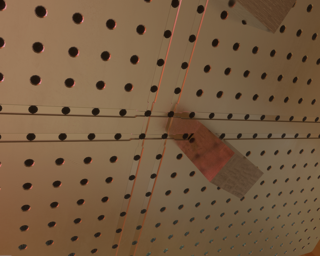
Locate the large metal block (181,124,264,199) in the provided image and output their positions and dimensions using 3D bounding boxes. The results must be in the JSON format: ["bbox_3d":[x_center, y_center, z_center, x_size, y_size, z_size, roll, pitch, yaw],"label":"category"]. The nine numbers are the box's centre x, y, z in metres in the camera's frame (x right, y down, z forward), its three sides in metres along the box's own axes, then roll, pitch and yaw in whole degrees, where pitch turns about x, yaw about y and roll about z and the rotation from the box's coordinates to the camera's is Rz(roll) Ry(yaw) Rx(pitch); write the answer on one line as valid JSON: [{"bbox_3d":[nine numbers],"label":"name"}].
[{"bbox_3d":[0.090,0.049,0.454,0.080,0.080,0.050,32,100,-38],"label":"large metal block"}]

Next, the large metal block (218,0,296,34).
[{"bbox_3d":[0.115,-0.168,0.353,0.080,0.050,0.080,22,107,-36],"label":"large metal block"}]
